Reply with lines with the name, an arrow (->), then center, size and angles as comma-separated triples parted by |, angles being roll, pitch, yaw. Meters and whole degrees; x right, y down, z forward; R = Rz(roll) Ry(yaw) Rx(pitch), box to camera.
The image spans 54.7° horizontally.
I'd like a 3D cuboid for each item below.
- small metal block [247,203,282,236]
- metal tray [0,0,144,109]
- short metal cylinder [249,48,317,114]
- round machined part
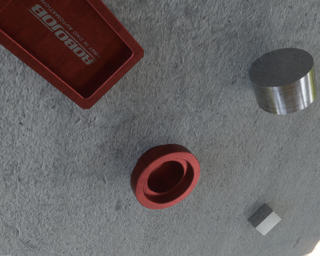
small metal block -> 0.218, 0.190, 0.644 | 0.050, 0.025, 0.050 | -45, 129, 3
metal tray -> -0.089, -0.089, 0.299 | 0.090, 0.030, 0.130 | -44, 130, 2
short metal cylinder -> 0.168, -0.064, 0.423 | 0.080, 0.080, 0.050 | -35, 129, -5
round machined part -> 0.004, 0.063, 0.437 | 0.099, 0.042, 0.097 | -14, 124, -21
